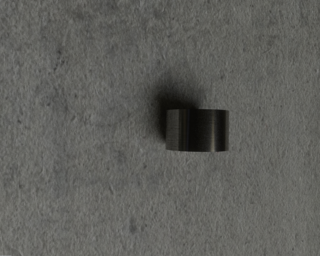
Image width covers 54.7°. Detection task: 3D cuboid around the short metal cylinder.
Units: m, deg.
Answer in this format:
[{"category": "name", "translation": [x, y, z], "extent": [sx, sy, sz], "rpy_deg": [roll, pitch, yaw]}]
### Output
[{"category": "short metal cylinder", "translation": [0.048, 0.003, 0.399], "extent": [0.081, 0.080, 0.050], "rpy_deg": [1, 90, -20]}]
